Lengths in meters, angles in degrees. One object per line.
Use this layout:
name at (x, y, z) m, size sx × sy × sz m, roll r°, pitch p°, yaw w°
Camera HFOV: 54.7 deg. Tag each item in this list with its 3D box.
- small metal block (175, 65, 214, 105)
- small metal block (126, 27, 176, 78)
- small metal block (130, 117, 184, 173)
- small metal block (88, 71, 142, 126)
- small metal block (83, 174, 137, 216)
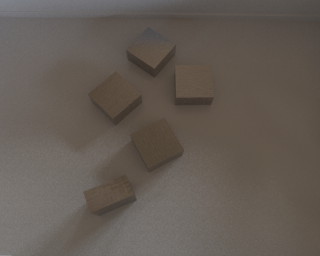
small metal block at (0.046, -0.060, 0.432) m, size 0.050 × 0.025 × 0.050 m, roll -1°, pitch 70°, yaw -1°
small metal block at (-0.012, -0.110, 0.450) m, size 0.050 × 0.025 × 0.050 m, roll 36°, pitch 74°, yaw 12°
small metal block at (-0.004, 0.022, 0.401) m, size 0.050 × 0.025 × 0.050 m, roll -27°, pitch 72°, yaw -10°
small metal block at (-0.060, -0.041, 0.424) m, size 0.050 × 0.025 × 0.050 m, roll -43°, pitch 76°, yaw -14°
small metal block at (-0.057, 0.081, 0.366) m, size 0.050 × 0.050 × 0.025 m, roll -22°, pitch 72°, yaw -8°
